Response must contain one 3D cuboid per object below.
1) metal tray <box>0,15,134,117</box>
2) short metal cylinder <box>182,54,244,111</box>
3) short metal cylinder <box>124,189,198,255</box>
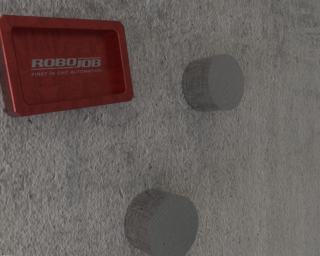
[{"bbox_3d":[-0.094,-0.065,0.322,0.131,0.030,0.089,-13,98,-39],"label":"metal tray"},{"bbox_3d":[0.078,-0.064,0.454,0.081,0.050,0.079,0,90,-40],"label":"short metal cylinder"},{"bbox_3d":[0.002,0.121,0.391,0.081,0.050,0.079,0,90,-40],"label":"short metal cylinder"}]
